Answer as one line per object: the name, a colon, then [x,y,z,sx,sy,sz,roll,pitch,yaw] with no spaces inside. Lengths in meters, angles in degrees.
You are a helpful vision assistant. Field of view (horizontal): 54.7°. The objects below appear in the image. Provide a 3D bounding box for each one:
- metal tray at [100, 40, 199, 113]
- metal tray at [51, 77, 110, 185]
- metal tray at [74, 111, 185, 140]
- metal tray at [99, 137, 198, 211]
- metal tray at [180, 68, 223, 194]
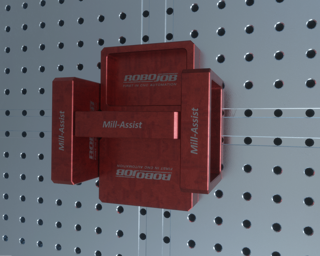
metal tray: [-0.015,-0.064,0.414,0.130,0.030,0.089,1,90,19]
metal tray: [-0.102,0.003,0.412,0.030,0.090,0.129,1,90,20]
metal tray: [-0.027,-0.004,0.385,0.130,0.090,0.030,1,91,19]
metal tray: [-0.017,0.057,0.413,0.130,0.030,0.089,1,90,19]
metal tray: [0.050,0.003,0.359,0.030,0.090,0.129,1,90,20]
